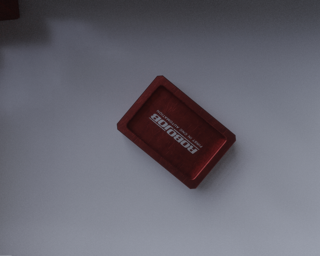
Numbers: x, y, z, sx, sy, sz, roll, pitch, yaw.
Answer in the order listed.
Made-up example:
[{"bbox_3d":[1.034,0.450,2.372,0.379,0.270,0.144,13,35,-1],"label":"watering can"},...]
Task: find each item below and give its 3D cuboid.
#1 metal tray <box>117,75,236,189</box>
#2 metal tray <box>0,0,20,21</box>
[{"bbox_3d":[0.021,0.005,0.408,0.130,0.030,0.090,40,90,0],"label":"metal tray"},{"bbox_3d":[-0.235,-0.158,0.357,0.091,0.130,0.030,-6,90,0],"label":"metal tray"}]
